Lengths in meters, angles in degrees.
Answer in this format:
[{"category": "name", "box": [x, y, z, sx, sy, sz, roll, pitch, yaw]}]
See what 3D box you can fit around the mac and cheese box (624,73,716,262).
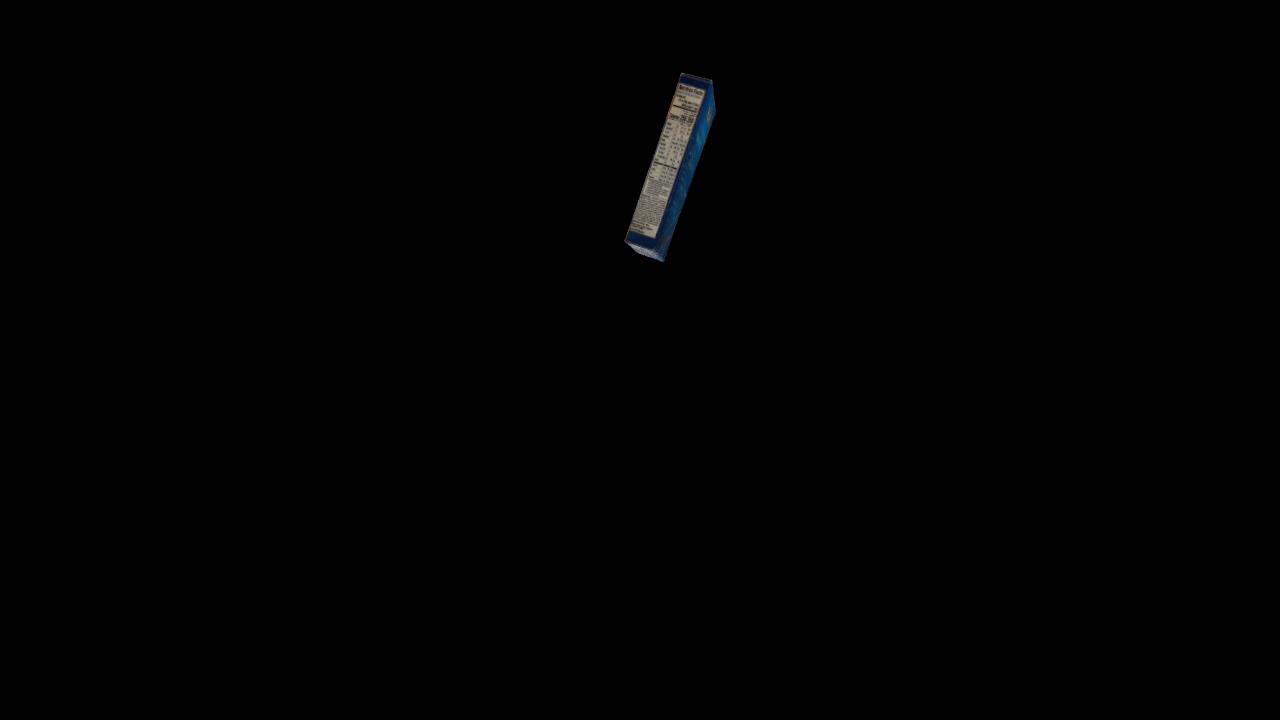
[{"category": "mac and cheese box", "box": [0.036, -0.207, 0.683, 0.041, 0.184, 0.093, 20, 5, 9]}]
